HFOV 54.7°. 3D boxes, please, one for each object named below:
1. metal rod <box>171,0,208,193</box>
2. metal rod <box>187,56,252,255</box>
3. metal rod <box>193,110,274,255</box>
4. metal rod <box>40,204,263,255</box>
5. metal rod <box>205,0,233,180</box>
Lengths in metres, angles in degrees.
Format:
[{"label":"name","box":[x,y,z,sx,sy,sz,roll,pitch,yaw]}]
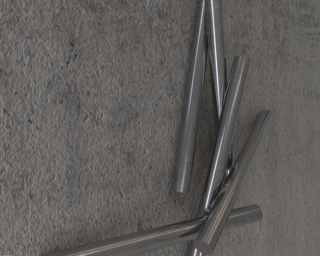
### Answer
[{"label":"metal rod","box":[0.050,-0.059,0.446,0.025,0.025,0.299,14,81,-39]},{"label":"metal rod","box":[0.083,0.048,0.441,0.025,0.025,0.298,11,93,-40]},{"label":"metal rod","box":[0.123,0.058,0.466,0.301,0.025,0.025,-48,120,-43]},{"label":"metal rod","box":[0.013,0.132,0.384,0.303,0.025,0.025,-3,92,-30]},{"label":"metal rod","box":[0.088,-0.062,0.454,0.025,0.025,0.298,-20,110,-38]}]
